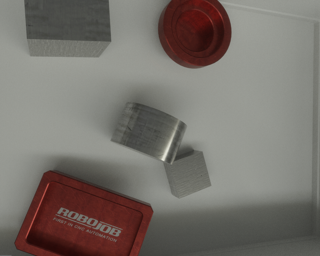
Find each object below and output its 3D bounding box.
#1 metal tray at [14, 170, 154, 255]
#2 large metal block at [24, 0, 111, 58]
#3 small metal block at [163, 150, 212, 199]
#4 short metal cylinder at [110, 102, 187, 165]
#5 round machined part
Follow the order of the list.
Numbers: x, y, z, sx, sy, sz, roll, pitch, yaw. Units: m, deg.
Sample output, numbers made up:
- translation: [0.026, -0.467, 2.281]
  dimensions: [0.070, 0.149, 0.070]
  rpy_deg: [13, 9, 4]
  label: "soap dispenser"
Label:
- translation: [-0.083, 0.111, 0.355]
  dimensions: [0.131, 0.030, 0.090]
  rpy_deg: [20, 81, -1]
  label: "metal tray"
- translation: [-0.103, -0.112, 0.343]
  dimensions: [0.081, 0.080, 0.050]
  rpy_deg: [-4, 92, -20]
  label: "large metal block"
- translation: [0.037, 0.062, 0.426]
  dimensions: [0.050, 0.025, 0.050]
  rpy_deg: [-17, 96, -20]
  label: "small metal block"
- translation: [-0.013, 0.007, 0.377]
  dimensions: [0.080, 0.080, 0.050]
  rpy_deg: [24, 82, -19]
  label: "short metal cylinder"
- translation: [0.043, -0.129, 0.418]
  dimensions: [0.099, 0.042, 0.097]
  rpy_deg: [0, 90, -21]
  label: "round machined part"
